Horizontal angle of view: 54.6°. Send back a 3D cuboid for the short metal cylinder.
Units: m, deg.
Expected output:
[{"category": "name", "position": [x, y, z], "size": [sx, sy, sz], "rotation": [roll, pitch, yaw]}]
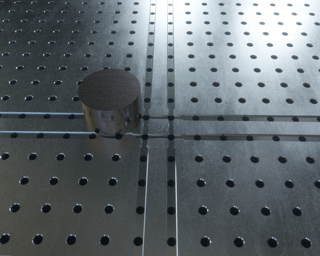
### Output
[{"category": "short metal cylinder", "position": [-0.066, -0.035, 0.421], "size": [0.080, 0.050, 0.080], "rotation": [0, 50, 0]}]
